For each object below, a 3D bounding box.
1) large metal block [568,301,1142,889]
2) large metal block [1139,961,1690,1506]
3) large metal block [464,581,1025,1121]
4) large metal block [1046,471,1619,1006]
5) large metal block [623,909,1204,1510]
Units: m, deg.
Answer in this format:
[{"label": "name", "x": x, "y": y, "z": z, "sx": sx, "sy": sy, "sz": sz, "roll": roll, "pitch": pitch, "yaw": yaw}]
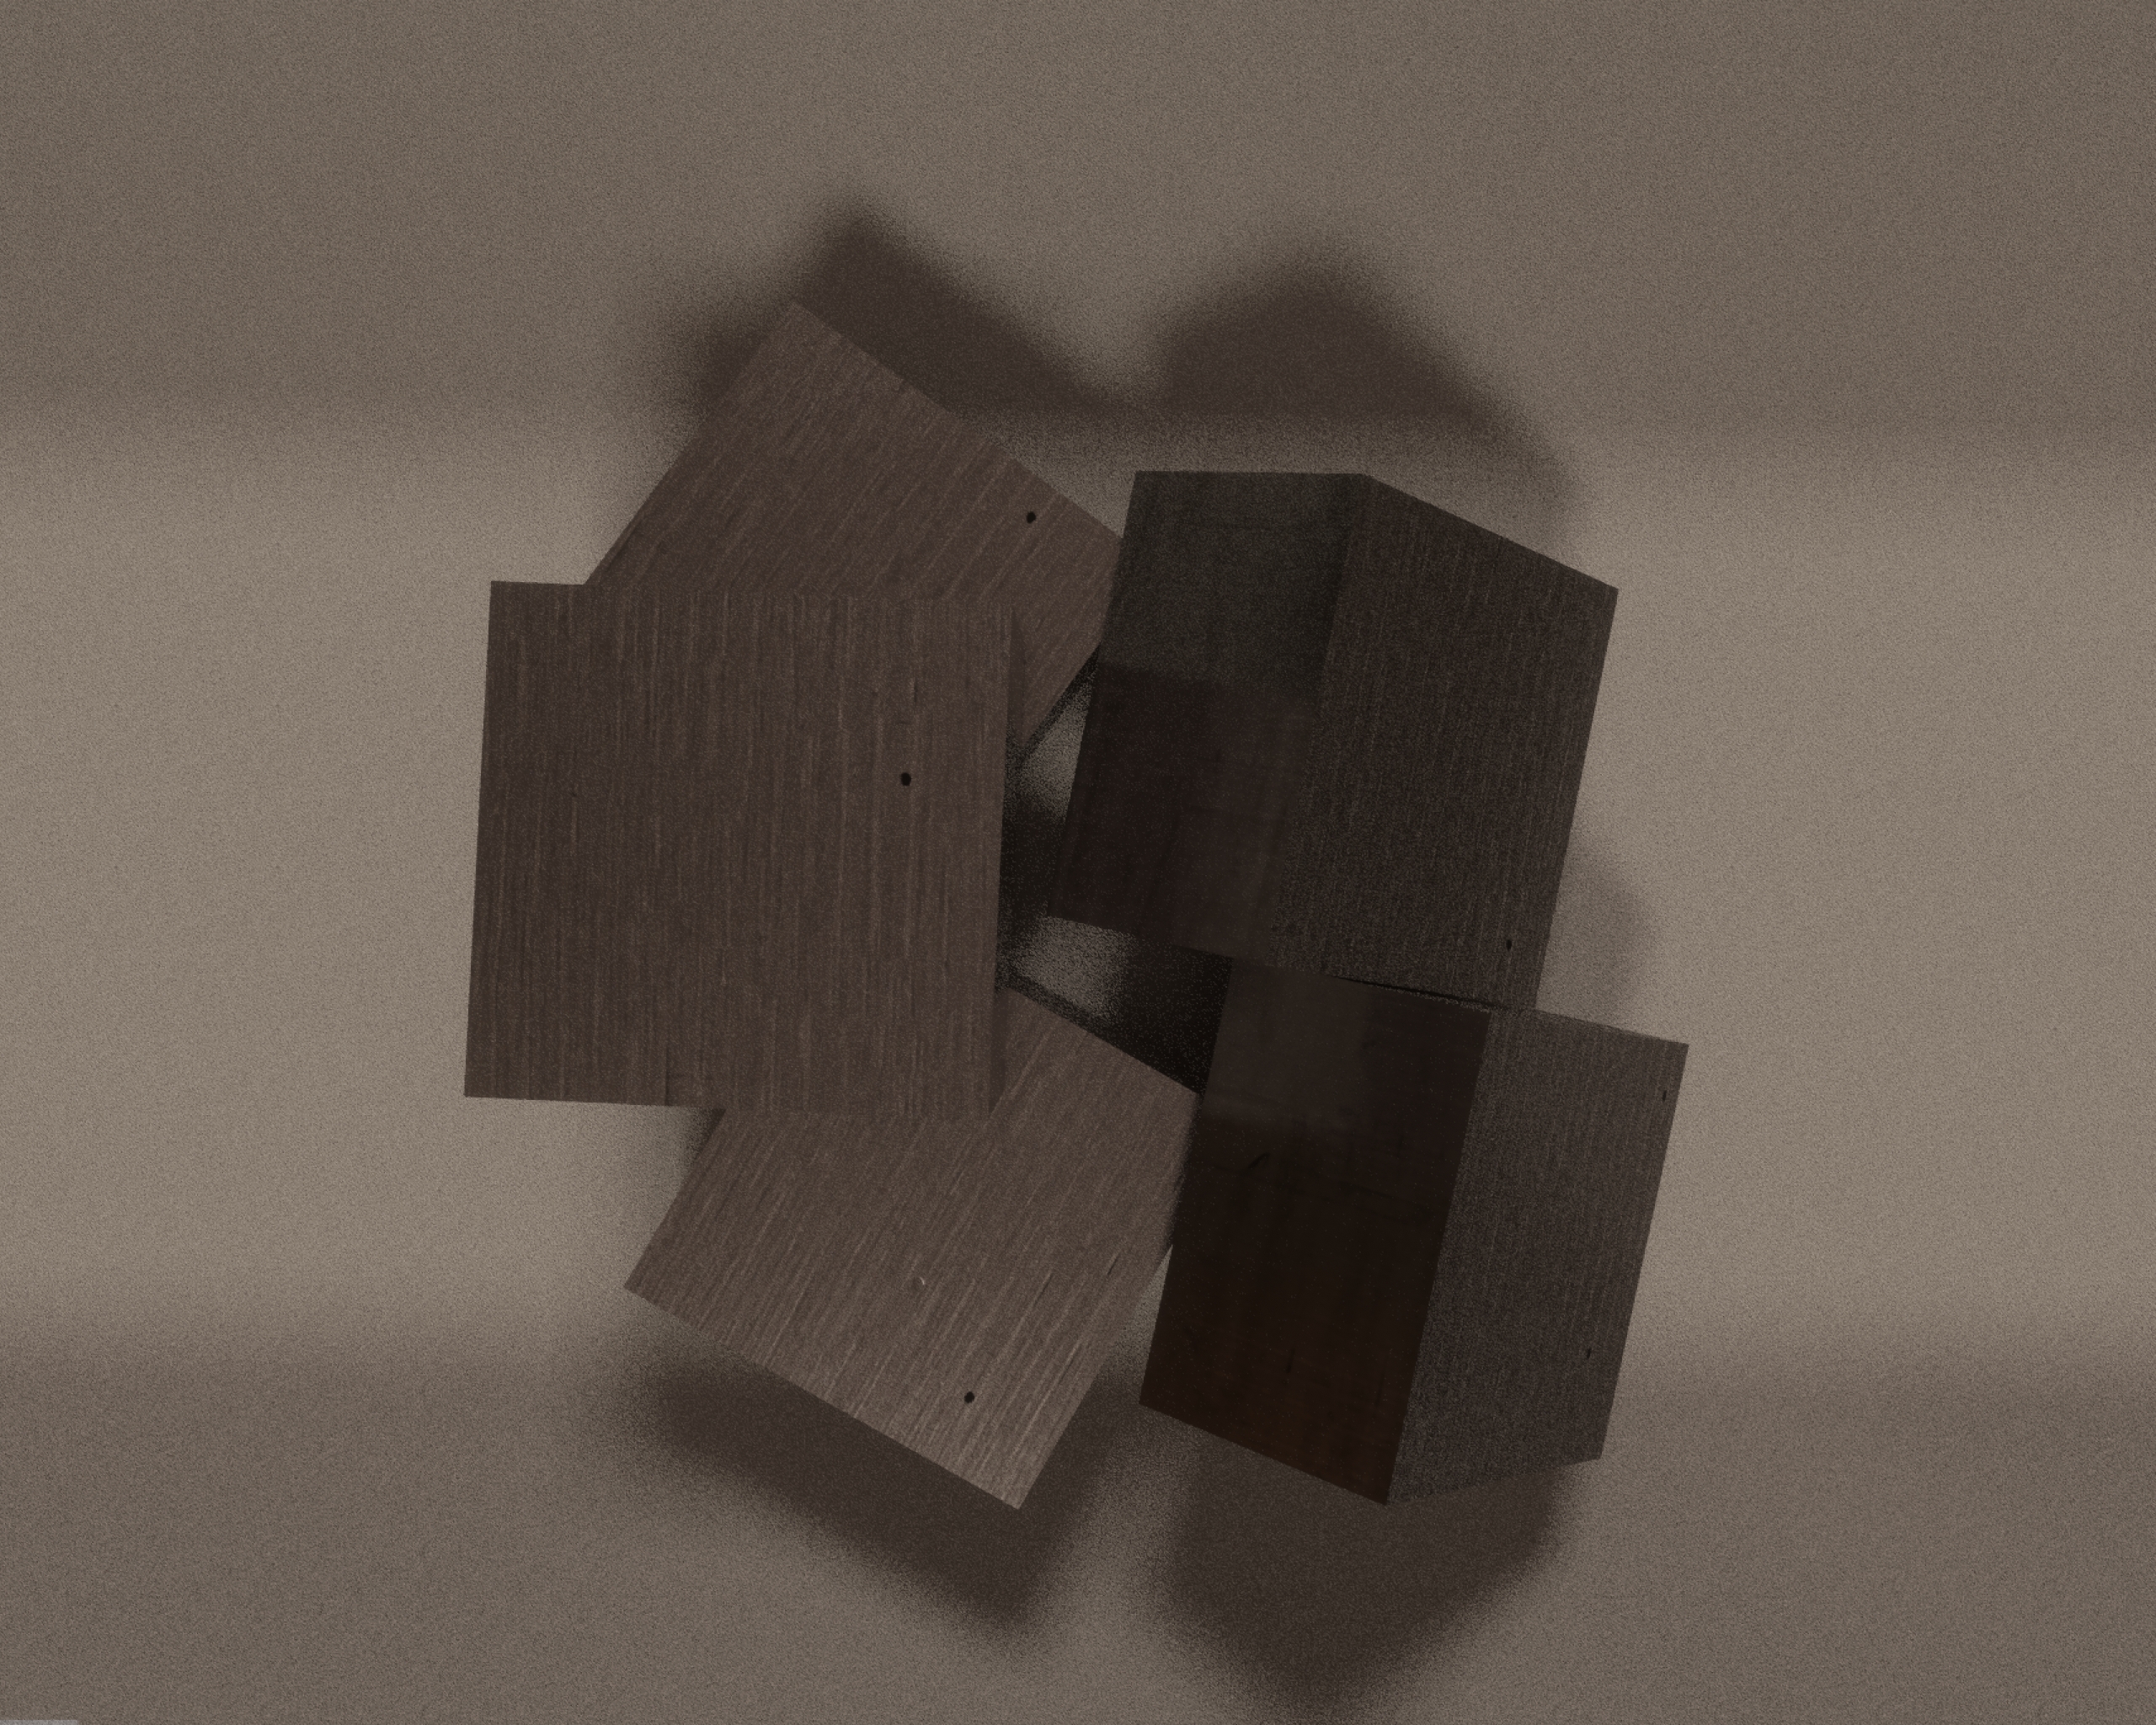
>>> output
[{"label": "large metal block", "x": -0.042, "y": -0.045, "z": 0.397, "sx": 0.080, "sy": 0.050, "sz": 0.080, "roll": 36, "pitch": 90, "yaw": -1}, {"label": "large metal block", "x": 0.063, "y": 0.064, "z": 0.376, "sx": 0.050, "sy": 0.080, "sz": 0.080, "roll": 12, "pitch": 90, "yaw": 39}, {"label": "large metal block", "x": -0.052, "y": -0.002, "z": 0.345, "sx": 0.081, "sy": 0.050, "sz": 0.079, "roll": 3, "pitch": 89, "yaw": 1}, {"label": "large metal block", "x": 0.048, "y": -0.021, "z": 0.377, "sx": 0.081, "sy": 0.050, "sz": 0.080, "roll": 11, "pitch": 90, "yaw": -45}, {"label": "large metal block", "x": -0.026, "y": 0.060, "z": 0.394, "sx": 0.080, "sy": 0.050, "sz": 0.080, "roll": 30, "pitch": 90, "yaw": -1}]
